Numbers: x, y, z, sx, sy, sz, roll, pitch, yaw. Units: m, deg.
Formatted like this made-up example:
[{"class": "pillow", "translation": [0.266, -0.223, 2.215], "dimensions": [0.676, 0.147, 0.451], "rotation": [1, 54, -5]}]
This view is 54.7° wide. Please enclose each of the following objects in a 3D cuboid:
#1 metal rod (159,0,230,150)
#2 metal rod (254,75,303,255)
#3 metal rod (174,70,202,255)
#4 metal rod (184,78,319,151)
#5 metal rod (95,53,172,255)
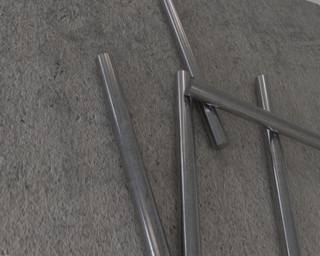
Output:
[{"class": "metal rod", "translation": [0.048, -0.106, 0.493], "dimensions": [0.025, 0.025, 0.299], "rotation": [-2, 63, -29]}, {"class": "metal rod", "translation": [0.175, 0.040, 0.473], "dimensions": [0.025, 0.025, 0.300], "rotation": [16, 55, -19]}, {"class": "metal rod", "translation": [0.034, 0.049, 0.391], "dimensions": [0.025, 0.025, 0.299], "rotation": [14, 56, -21]}, {"class": "metal rod", "translation": [0.175, -0.007, 0.468], "dimensions": [0.302, 0.025, 0.025], "rotation": [20, 54, -16]}, {"class": "metal rod", "translation": [-0.032, 0.038, 0.362], "dimensions": [0.025, 0.025, 0.299], "rotation": [-4, 64, -30]}]
